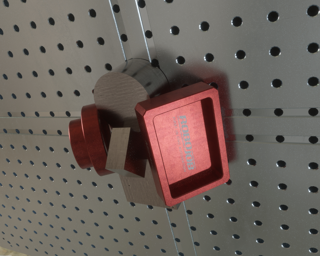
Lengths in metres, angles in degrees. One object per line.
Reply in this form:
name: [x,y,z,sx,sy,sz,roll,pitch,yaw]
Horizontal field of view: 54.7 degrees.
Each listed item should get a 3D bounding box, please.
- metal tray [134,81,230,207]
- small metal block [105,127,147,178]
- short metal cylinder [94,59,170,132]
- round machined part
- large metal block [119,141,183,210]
metal tray: [0.030,0.020,0.368,0.030,0.091,0.129,-137,31,-60]
small metal block: [-0.038,0.031,0.380,0.025,0.050,0.050,-2,160,26]
short metal cylinder: [-0.034,-0.040,0.387,0.080,0.050,0.079,13,124,21]
round machined part: [-0.091,0.018,0.418,0.042,0.098,0.097,-14,116,-2]
large metal block: [-0.009,0.063,0.438,0.080,0.050,0.080,2,120,27]
